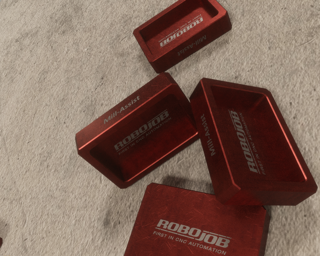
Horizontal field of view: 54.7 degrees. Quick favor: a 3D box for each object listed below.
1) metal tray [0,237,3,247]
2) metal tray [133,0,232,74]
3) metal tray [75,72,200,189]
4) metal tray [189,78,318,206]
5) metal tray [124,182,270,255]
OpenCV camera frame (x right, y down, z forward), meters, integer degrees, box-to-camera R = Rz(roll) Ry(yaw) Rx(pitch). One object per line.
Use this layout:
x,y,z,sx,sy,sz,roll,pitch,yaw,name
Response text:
-0.296,0.179,0.443,0.130,0.030,0.090,10,67,32,metal tray
0.031,-0.151,0.475,0.130,0.030,0.090,-31,52,7,metal tray
-0.020,0.007,0.364,0.130,0.090,0.030,-35,40,4,metal tray
0.087,0.011,0.309,0.091,0.030,0.130,6,50,-21,metal tray
0.035,0.112,0.313,0.130,0.030,0.090,5,64,30,metal tray
